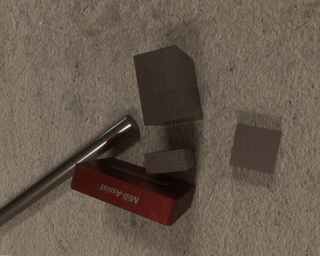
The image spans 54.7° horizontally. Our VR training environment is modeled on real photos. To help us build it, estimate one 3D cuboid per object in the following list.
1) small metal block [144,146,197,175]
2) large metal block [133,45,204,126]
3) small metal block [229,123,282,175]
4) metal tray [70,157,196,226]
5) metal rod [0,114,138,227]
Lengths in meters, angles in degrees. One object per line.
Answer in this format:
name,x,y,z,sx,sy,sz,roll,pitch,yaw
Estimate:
small metal block,0.014,0.040,0.390,0.050,0.050,0.025,-9,87,19
large metal block,0.013,-0.046,0.374,0.050,0.080,0.080,-10,87,19
small metal block,0.114,0.024,0.369,0.050,0.025,0.050,11,94,19
metal tray,-0.030,0.072,0.384,0.130,0.090,0.030,16,96,19
metal rod,-0.156,0.074,0.462,0.300,0.025,0.025,-35,79,16
